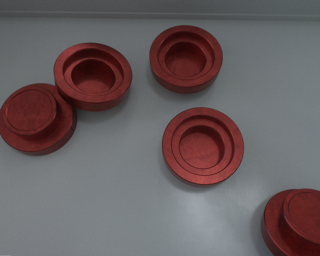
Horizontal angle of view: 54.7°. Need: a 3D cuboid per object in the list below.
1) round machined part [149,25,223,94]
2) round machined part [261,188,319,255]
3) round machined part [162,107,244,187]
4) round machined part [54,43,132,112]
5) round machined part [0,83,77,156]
[{"bbox_3d":[0.035,-0.091,0.434,0.099,0.042,0.098,0,70,0],"label":"round machined part"},{"bbox_3d":[0.166,0.106,0.341,0.099,0.042,0.098,0,42,1],"label":"round machined part"},{"bbox_3d":[0.052,0.027,0.391,0.099,0.042,0.098,0,70,0],"label":"round machined part"},{"bbox_3d":[-0.089,-0.063,0.414,0.099,0.042,0.098,6,61,-11],"label":"round machined part"},{"bbox_3d":[-0.163,-0.016,0.405,0.099,0.042,0.098,0,70,0],"label":"round machined part"}]
